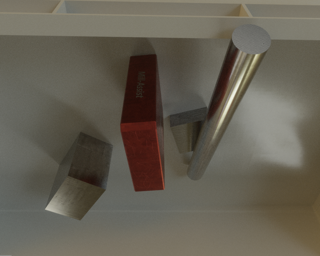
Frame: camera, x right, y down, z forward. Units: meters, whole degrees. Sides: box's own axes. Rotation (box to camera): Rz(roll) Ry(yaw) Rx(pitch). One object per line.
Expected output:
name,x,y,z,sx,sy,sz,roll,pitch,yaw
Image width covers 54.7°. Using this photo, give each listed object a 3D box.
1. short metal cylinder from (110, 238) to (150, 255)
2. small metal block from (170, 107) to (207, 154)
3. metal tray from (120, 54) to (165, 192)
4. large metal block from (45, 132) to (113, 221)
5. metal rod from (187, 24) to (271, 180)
short metal cylinder,-0.061,0.263,0.619,0.081,0.050,0.079,0,130,0
small metal block,0.044,0.004,0.413,0.050,0.025,0.050,-13,129,10
metal tray,-0.014,-0.010,0.332,0.030,0.130,0.089,-4,130,3
large metal block,-0.110,0.067,0.428,0.050,0.080,0.080,26,125,-21
metal rod,0.056,0.005,0.334,0.025,0.025,0.299,0,155,-1
